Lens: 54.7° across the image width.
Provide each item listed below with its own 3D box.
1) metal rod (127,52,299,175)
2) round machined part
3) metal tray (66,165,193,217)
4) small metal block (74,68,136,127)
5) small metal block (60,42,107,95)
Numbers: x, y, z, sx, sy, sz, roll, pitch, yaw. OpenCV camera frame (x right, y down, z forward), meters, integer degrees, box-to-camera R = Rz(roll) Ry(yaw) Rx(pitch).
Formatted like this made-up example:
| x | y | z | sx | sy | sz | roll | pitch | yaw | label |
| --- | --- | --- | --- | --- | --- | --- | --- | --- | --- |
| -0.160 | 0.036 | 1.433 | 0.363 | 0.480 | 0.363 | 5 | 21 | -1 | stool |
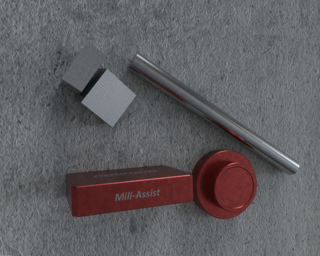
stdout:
| x | y | z | sx | sy | sz | roll | pitch | yaw | label |
| --- | --- | --- | --- | --- | --- | --- | --- | --- | --- |
| 0.087 | -0.012 | 0.442 | 0.301 | 0.025 | 0.025 | 31 | 80 | -18 | metal rod |
| 0.096 | 0.080 | 0.437 | 0.099 | 0.042 | 0.097 | 0 | 90 | -21 | round machined part |
| -0.038 | 0.068 | 0.361 | 0.131 | 0.090 | 0.030 | -3 | 91 | -20 | metal tray |
| -0.066 | -0.037 | 0.378 | 0.050 | 0.025 | 0.050 | 42 | 76 | -32 | small metal block |
| -0.091 | -0.067 | 0.362 | 0.025 | 0.050 | 0.050 | 34 | 79 | -17 | small metal block |
